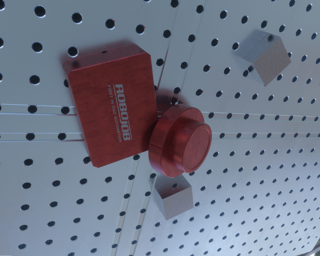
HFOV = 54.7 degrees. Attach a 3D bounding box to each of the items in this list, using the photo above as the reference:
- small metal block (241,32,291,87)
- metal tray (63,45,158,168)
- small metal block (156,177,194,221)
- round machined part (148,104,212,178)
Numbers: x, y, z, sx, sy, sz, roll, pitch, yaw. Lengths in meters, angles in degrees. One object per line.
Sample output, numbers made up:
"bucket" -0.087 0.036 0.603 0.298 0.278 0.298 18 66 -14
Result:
"small metal block" 0.149 -0.095 0.433 0.050 0.025 0.050 -44 129 2
"metal tray" -0.051 -0.023 0.366 0.091 0.030 0.129 -19 126 -18
"small metal block" 0.024 0.112 0.494 0.050 0.025 0.050 -21 127 -16
"round machined part" 0.033 0.020 0.406 0.099 0.042 0.097 -31 131 -42
